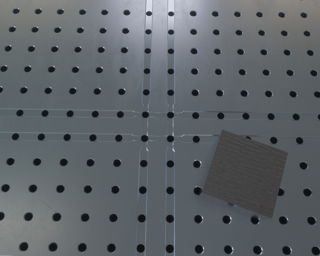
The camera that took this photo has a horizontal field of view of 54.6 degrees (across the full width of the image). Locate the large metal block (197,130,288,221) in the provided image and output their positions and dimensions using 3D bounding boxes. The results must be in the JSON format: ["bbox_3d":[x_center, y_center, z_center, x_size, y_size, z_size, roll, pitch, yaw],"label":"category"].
[{"bbox_3d":[0.098,0.059,0.378,0.080,0.050,0.080,19,71,7],"label":"large metal block"}]
